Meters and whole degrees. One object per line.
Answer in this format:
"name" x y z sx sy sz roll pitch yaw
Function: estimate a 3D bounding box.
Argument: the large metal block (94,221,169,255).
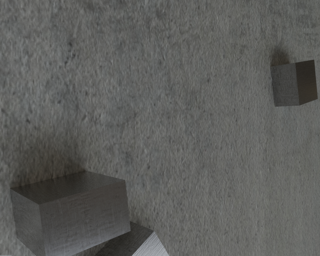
"large metal block" -0.032 0.172 0.364 0.080 0.050 0.080 -40 115 -33

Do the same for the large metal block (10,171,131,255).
"large metal block" -0.087 0.078 0.298 0.081 0.080 0.050 -10 97 -40

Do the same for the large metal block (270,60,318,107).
"large metal block" 0.268 -0.090 0.617 0.081 0.050 0.079 -16 101 -39
